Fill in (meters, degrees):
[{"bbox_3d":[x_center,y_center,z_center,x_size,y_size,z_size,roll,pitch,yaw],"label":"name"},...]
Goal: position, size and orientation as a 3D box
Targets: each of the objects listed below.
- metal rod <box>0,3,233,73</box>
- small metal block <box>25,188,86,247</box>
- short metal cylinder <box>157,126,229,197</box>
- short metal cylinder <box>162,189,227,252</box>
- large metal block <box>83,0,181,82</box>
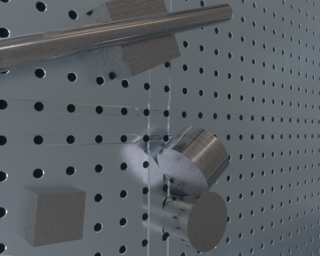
[{"bbox_3d":[-0.022,-0.104,0.325,0.302,0.025,0.025,-25,106,-37],"label":"metal rod"},{"bbox_3d":[-0.107,0.090,0.320,0.050,0.025,0.050,6,86,-40],"label":"small metal block"},{"bbox_3d":[0.043,0.044,0.410,0.050,0.080,0.080,-42,116,-32],"label":"short metal cylinder"},{"bbox_3d":[0.049,0.126,0.435,0.081,0.050,0.079,0,90,-40],"label":"short metal cylinder"},{"bbox_3d":[-0.031,-0.109,0.367,0.081,0.050,0.080,-31,110,-36],"label":"large metal block"}]
